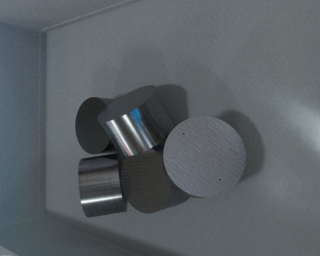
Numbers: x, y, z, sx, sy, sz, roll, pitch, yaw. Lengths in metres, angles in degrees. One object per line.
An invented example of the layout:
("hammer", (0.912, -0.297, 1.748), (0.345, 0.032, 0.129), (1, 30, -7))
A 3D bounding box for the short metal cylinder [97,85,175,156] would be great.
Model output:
("short metal cylinder", (-0.029, -0.010, 0.381), (0.080, 0.080, 0.050), (-10, 119, 39))

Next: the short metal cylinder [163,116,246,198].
("short metal cylinder", (0.043, 0.032, 0.325), (0.081, 0.050, 0.080), (0, 76, -1))

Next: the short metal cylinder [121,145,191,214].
("short metal cylinder", (-0.003, 0.062, 0.389), (0.080, 0.050, 0.079), (0, 90, 39))

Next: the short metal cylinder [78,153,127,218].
("short metal cylinder", (-0.076, 0.077, 0.420), (0.050, 0.080, 0.080), (-8, 83, -3))

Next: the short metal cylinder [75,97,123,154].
("short metal cylinder", (-0.077, -0.003, 0.448), (0.080, 0.050, 0.079), (0, 90, 39))
